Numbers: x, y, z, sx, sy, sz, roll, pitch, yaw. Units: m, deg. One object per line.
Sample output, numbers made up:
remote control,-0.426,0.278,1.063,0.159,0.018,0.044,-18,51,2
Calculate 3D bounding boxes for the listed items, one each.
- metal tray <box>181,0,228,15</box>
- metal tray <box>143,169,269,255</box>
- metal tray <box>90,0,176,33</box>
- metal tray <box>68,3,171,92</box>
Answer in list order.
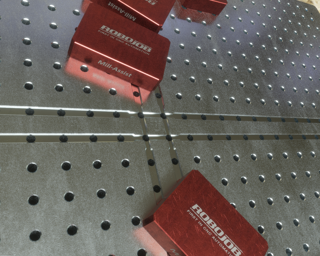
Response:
metal tray,0.075,-0.294,0.627,0.091,0.030,0.130,1,62,-28
metal tray,0.056,0.124,0.361,0.130,0.030,0.091,46,51,3
metal tray,-0.046,-0.216,0.513,0.131,0.030,0.090,29,52,-10
metal tray,-0.054,-0.117,0.449,0.131,0.030,0.090,22,53,-15
